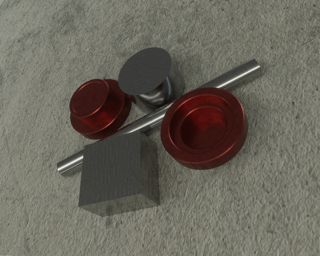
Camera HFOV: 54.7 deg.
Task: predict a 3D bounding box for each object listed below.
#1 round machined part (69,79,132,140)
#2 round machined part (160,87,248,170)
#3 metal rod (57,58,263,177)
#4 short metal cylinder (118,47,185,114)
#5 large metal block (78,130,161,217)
[{"bbox_3d":[-0.096,-0.035,0.466,0.098,0.042,0.098,-13,56,21],"label":"round machined part"},{"bbox_3d":[0.054,0.004,0.363,0.098,0.042,0.098,-13,56,21],"label":"round machined part"},{"bbox_3d":[-0.008,-0.009,0.416,0.300,0.025,0.025,-28,52,10],"label":"metal rod"},{"bbox_3d":[-0.011,-0.066,0.435,0.080,0.050,0.080,-13,56,21],"label":"short metal cylinder"},{"bbox_3d":[-0.048,0.057,0.380,0.080,0.050,0.080,-16,55,19],"label":"large metal block"}]
